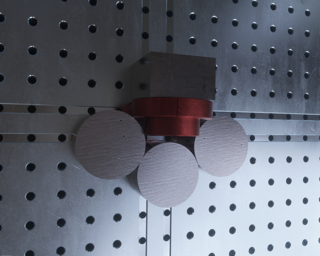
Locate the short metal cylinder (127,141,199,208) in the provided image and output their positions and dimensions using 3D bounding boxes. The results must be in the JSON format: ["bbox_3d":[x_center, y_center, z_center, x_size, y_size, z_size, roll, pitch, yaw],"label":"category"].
[{"bbox_3d":[0.003,0.057,0.401,0.081,0.050,0.079,0,90,-20],"label":"short metal cylinder"}]

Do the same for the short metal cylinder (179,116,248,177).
[{"bbox_3d":[0.072,0.024,0.426,0.081,0.050,0.079,0,90,-20],"label":"short metal cylinder"}]

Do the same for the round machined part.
[{"bbox_3d":[0.014,-0.011,0.377,0.099,0.098,0.042,2,89,-20],"label":"round machined part"}]

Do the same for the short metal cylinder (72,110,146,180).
[{"bbox_3d":[-0.063,0.019,0.376,0.081,0.050,0.079,0,90,-20],"label":"short metal cylinder"}]

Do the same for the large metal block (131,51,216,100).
[{"bbox_3d":[0.014,-0.058,0.388,0.081,0.080,0.050,1,90,-20],"label":"large metal block"}]
